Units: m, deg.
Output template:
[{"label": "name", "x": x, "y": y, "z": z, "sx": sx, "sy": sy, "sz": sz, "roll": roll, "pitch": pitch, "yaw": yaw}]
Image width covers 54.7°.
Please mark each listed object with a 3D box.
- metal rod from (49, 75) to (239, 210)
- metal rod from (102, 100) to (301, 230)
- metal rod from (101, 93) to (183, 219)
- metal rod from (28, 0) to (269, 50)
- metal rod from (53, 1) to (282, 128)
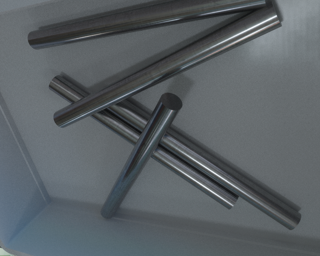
[{"label": "metal rod", "x": -0.026, "y": 0.017, "z": 0.430, "sx": 0.301, "sy": 0.025, "sz": 0.025, "roll": 33, "pitch": 129, "yaw": 5}, {"label": "metal rod", "x": 0.045, "y": 0.036, "z": 0.405, "sx": 0.301, "sy": 0.025, "sz": 0.025, "roll": 33, "pitch": 129, "yaw": 5}, {"label": "metal rod", "x": -0.040, "y": 0.060, "z": 0.438, "sx": 0.025, "sy": 0.025, "sz": 0.298, "roll": 35, "pitch": 137, "yaw": 4}, {"label": "metal rod", "x": -0.036, "y": -0.121, "z": 0.351, "sx": 0.300, "sy": 0.025, "sz": 0.025, "roll": -1, "pitch": 118, "yaw": 28}, {"label": "metal rod", "x": -0.015, "y": -0.059, "z": 0.358, "sx": 0.300, "sy": 0.025, "sz": 0.025, "roll": -21, "pitch": 108, "yaw": 29}]
